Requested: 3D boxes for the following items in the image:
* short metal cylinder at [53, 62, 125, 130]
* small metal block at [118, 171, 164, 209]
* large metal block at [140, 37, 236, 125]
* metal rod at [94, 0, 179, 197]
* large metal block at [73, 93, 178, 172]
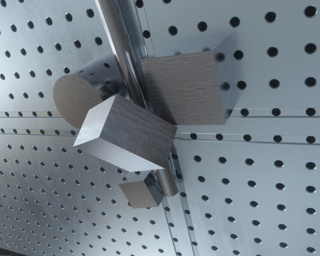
[{"bbox_3d":[-0.094,-0.042,0.417,0.080,0.050,0.079,13,124,20],"label":"short metal cylinder"},{"bbox_3d":[-0.029,0.097,0.485,0.050,0.025,0.050,-14,111,33],"label":"small metal block"},{"bbox_3d":[0.034,-0.050,0.345,0.080,0.050,0.080,-1,118,28],"label":"large metal block"},{"bbox_3d":[-0.026,-0.036,0.400,0.025,0.025,0.298,-4,117,30],"label":"metal rod"},{"bbox_3d":[-0.041,0.011,0.356,0.080,0.050,0.080,29,156,-26],"label":"large metal block"}]
